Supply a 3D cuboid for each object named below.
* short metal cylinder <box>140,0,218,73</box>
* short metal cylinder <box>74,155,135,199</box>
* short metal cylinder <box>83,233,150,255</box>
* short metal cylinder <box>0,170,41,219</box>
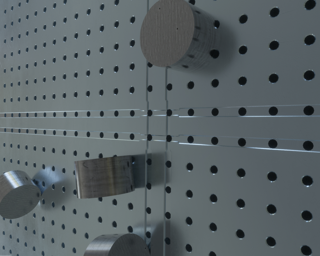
[{"bbox_3d":[0.022,-0.110,0.375,0.080,0.050,0.079,0,90,40],"label":"short metal cylinder"},{"bbox_3d":[-0.078,0.068,0.438,0.080,0.081,0.050,-11,83,39],"label":"short metal cylinder"},{"bbox_3d":[-0.058,0.186,0.422,0.050,0.081,0.080,-18,79,39],"label":"short metal cylinder"},{"bbox_3d":[-0.284,0.130,0.609,0.050,0.081,0.079,34,111,35],"label":"short metal cylinder"}]
